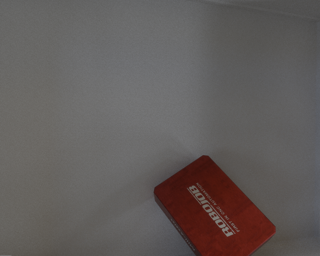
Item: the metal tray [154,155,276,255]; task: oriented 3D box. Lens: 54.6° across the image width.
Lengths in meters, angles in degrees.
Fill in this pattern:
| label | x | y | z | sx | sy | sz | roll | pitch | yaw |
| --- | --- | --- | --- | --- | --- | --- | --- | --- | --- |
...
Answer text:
| label | x | y | z | sx | sy | sz | roll | pitch | yaw |
| --- | --- | --- | --- | --- | --- | --- | --- | --- | --- |
| metal tray | 0.064 | 0.107 | 0.389 | 0.090 | 0.030 | 0.130 | -31 | 59 | -18 |
